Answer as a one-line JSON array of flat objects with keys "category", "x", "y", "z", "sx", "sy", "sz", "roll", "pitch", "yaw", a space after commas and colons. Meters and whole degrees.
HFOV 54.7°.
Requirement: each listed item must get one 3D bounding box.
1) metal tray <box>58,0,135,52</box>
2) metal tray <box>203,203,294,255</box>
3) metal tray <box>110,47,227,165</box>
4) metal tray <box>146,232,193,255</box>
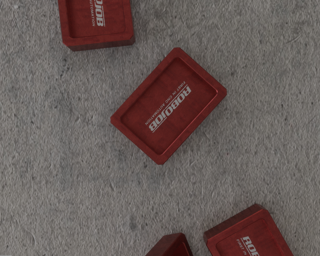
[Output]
[{"category": "metal tray", "x": -0.085, "y": -0.172, "z": 0.406, "sx": 0.091, "sy": 0.030, "sz": 0.129, "roll": -7, "pitch": 90, "yaw": 0}, {"category": "metal tray", "x": 0.128, "y": 0.179, "z": 0.408, "sx": 0.090, "sy": 0.030, "sz": 0.130, "roll": -30, "pitch": 90, "yaw": 0}, {"category": "metal tray", "x": 0.011, "y": -0.028, "z": 0.407, "sx": 0.090, "sy": 0.030, "sz": 0.130, "roll": 42, "pitch": 90, "yaw": 0}, {"category": "metal tray", "x": 0.022, "y": 0.208, "z": 0.376, "sx": 0.030, "sy": 0.091, "sz": 0.129, "roll": -22, "pitch": 90, "yaw": 30}]
